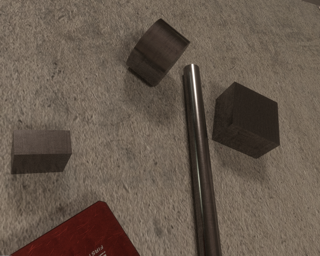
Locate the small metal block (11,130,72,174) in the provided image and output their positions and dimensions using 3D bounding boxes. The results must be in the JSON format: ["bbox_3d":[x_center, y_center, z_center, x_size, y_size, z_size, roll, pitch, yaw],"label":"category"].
[{"bbox_3d":[-0.119,0.025,0.309,0.050,0.050,0.025,1,62,-28],"label":"small metal block"}]

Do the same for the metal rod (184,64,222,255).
[{"bbox_3d":[0.054,0.036,0.412,0.025,0.025,0.299,12,57,-22],"label":"metal rod"}]

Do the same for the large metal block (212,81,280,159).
[{"bbox_3d":[0.129,-0.011,0.466,0.080,0.050,0.080,23,53,-15],"label":"large metal block"}]

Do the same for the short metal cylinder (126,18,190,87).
[{"bbox_3d":[-0.002,-0.104,0.432,0.050,0.080,0.080,39,51,-3],"label":"short metal cylinder"}]

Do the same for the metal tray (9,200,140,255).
[{"bbox_3d":[-0.083,0.136,0.273,0.131,0.030,0.090,-27,77,-37],"label":"metal tray"}]
